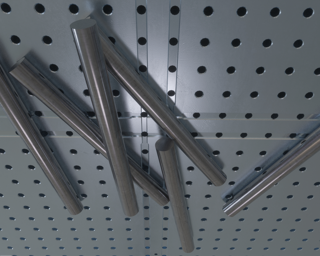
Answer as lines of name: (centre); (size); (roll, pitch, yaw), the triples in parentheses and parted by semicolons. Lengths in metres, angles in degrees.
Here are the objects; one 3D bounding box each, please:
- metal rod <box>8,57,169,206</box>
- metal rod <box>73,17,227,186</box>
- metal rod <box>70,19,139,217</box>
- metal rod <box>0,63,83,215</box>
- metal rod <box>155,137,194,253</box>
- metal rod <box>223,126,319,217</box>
metal rod: (-0.077, 0.023, 0.430); (0.025, 0.025, 0.300); (-28, 125, 21)
metal rod: (0.005, -0.014, 0.399); (0.025, 0.025, 0.300); (-28, 125, 22)
metal rod: (-0.059, 0.015, 0.389); (0.025, 0.025, 0.298); (-4, 130, 3)
metal rod: (-0.170, 0.026, 0.431); (0.025, 0.025, 0.299); (-8, 130, 7)
metal rod: (0.031, 0.128, 0.509); (0.025, 0.025, 0.299); (-7, 133, 6)
metal rod: (0.195, 0.044, 0.450); (0.025, 0.025, 0.298); (25, 126, -20)
